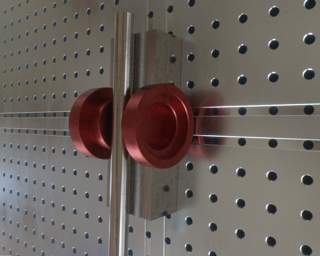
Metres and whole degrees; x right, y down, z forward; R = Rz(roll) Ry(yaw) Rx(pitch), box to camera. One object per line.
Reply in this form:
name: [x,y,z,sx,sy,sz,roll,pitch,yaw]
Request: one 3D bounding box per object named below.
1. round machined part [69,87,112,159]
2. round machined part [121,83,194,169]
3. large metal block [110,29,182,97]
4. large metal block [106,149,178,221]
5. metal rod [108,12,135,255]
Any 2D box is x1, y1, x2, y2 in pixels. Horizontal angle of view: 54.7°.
round machined part: [-0.068,-0.006,0.417,0.042,0.099,0.097,3,92,40]
round machined part: [-0.007,-0.003,0.367,0.042,0.099,0.097,3,92,45]
large metal block: [-0.020,-0.078,0.409,0.080,0.050,0.079,3,92,40]
large metal block: [-0.024,0.069,0.413,0.080,0.050,0.079,4,93,40]
metal rod: [-0.048,0.011,0.383,0.025,0.025,0.298,3,92,40]
